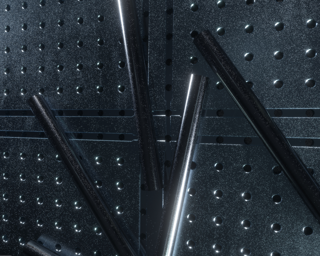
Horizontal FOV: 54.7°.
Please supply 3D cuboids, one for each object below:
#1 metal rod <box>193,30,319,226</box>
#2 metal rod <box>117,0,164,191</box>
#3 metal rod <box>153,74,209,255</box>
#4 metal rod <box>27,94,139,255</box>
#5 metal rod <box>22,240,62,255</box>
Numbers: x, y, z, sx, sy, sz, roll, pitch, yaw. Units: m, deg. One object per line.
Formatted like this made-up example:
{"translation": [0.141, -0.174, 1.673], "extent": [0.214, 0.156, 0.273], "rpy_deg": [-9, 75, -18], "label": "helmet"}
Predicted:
{"translation": [0.131, 0.009, 0.366], "extent": [0.025, 0.025, 0.299], "rpy_deg": [-35, 79, 16], "label": "metal rod"}
{"translation": [-0.030, -0.066, 0.422], "extent": [0.025, 0.025, 0.298], "rpy_deg": [-10, 87, 19], "label": "metal rod"}
{"translation": [0.021, 0.080, 0.404], "extent": [0.025, 0.025, 0.298], "rpy_deg": [13, 94, 19], "label": "metal rod"}
{"translation": [-0.111, 0.077, 0.450], "extent": [0.025, 0.025, 0.299], "rpy_deg": [-37, 79, 16], "label": "metal rod"}
{"translation": [-0.070, 0.234, 0.435], "extent": [0.301, 0.025, 0.025], "rpy_deg": [20, 97, 18], "label": "metal rod"}
